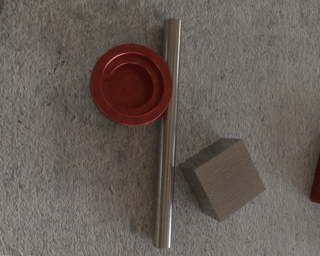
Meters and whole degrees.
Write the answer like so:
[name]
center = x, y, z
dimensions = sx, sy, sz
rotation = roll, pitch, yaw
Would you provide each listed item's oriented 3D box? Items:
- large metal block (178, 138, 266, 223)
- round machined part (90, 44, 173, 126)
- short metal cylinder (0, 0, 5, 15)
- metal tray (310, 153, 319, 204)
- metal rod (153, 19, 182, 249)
[large metal block]
center = 0.085, 0.068, 0.429
dimensions = 0.080, 0.050, 0.080
rotation = -30, 100, -18
[round machined part]
center = -0.038, -0.051, 0.386
dimensions = 0.099, 0.042, 0.097
rotation = 0, 90, -18
[short metal cylinder]
center = -0.208, -0.149, 0.319
dimensions = 0.081, 0.050, 0.079
rotation = 0, 90, -21
[metal tray]
center = 0.311, 0.072, 0.524
dimensions = 0.091, 0.030, 0.129
rotation = 17, 84, -20
[metal rod]
center = 0.010, 0.007, 0.413
dimensions = 0.025, 0.025, 0.298
rotation = 3, 89, -20
